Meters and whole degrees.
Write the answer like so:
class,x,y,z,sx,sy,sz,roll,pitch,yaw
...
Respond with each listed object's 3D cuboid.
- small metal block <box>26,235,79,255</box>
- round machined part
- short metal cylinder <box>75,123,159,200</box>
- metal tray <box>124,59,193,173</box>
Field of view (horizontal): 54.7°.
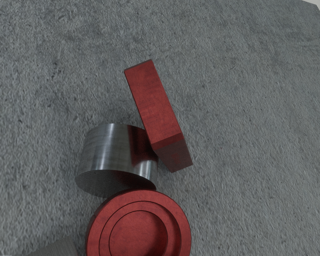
class,x,y,z,sx,sy,sz,roll,pitch,yaw
small metal block,-0.096,0.131,0.273,0.050,0.025,0.050,-17,71,-35
round machined part,-0.023,0.107,0.301,0.099,0.042,0.097,2,83,-17
short metal cylinder,-0.042,0.038,0.324,0.081,0.080,0.050,17,55,-19
metal tray,0.003,-0.006,0.348,0.030,0.130,0.090,-22,70,2
